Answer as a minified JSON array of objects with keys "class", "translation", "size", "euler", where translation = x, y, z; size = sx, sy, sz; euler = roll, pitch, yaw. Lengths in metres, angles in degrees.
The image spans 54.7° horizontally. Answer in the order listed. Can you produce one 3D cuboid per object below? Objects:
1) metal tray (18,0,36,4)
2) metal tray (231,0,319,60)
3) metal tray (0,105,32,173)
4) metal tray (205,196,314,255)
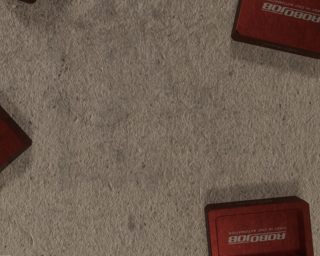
[{"class":"metal tray","translation":[-0.190,-0.238,0.393],"size":[0.090,0.030,0.130],"euler":[-43,91,15]},{"class":"metal tray","translation":[0.169,-0.150,0.410],"size":[0.131,0.030,0.089],"euler":[12,90,-1]},{"class":"metal tray","translation":[-0.249,0.029,0.404],"size":[0.130,0.030,0.090],"euler":[-41,91,-1]},{"class":"metal tray","translation":[0.129,0.143,0.409],"size":[0.131,0.030,0.089],"euler":[-5,90,-1]}]
